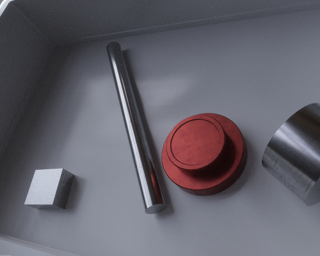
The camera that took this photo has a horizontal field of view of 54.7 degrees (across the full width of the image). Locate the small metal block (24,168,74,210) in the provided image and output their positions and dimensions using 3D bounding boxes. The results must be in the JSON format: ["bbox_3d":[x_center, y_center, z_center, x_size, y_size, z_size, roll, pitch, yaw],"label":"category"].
[{"bbox_3d":[-0.154,0.085,0.432,0.050,0.025,0.050,-6,59,24],"label":"small metal block"}]

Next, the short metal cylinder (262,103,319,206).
[{"bbox_3d":[0.141,0.024,0.281,0.080,0.080,0.050,-42,51,-1],"label":"short metal cylinder"}]

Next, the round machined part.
[{"bbox_3d":[0.046,0.024,0.355,0.098,0.042,0.098,-13,56,20],"label":"round machined part"}]

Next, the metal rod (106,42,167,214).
[{"bbox_3d":[-0.042,-0.023,0.439,0.025,0.025,0.299,-27,53,11],"label":"metal rod"}]
